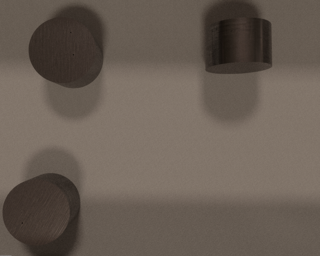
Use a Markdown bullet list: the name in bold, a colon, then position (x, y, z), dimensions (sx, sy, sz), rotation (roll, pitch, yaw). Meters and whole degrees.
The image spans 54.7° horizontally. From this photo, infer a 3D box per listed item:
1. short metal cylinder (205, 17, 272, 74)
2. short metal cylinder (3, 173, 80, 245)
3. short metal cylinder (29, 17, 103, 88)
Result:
- **short metal cylinder**: position (0.097, -0.099, 0.385), dimensions (0.081, 0.080, 0.050), rotation (-1, 90, -1)
- **short metal cylinder**: position (-0.149, 0.101, 0.397), dimensions (0.081, 0.050, 0.079), rotation (0, 90, -1)
- **short metal cylinder**: position (-0.118, -0.094, 0.397), dimensions (0.081, 0.050, 0.079), rotation (0, 90, -1)
